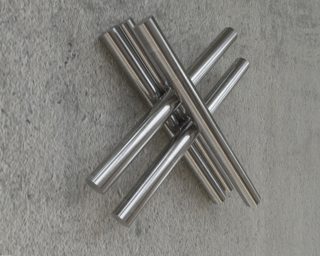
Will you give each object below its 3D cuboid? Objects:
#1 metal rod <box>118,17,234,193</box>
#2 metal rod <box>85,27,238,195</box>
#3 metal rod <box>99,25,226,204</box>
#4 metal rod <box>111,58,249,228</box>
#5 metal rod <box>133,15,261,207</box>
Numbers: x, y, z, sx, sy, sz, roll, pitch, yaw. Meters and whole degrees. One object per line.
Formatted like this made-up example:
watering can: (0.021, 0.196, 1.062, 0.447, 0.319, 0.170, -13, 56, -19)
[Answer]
metal rod: (0.032, -0.015, 0.435, 0.025, 0.025, 0.299, -50, 120, -29)
metal rod: (0.019, -0.040, 0.391, 0.301, 0.025, 0.025, -49, 120, -29)
metal rod: (0.016, -0.001, 0.422, 0.025, 0.025, 0.299, -50, 120, -29)
metal rod: (0.042, 0.001, 0.411, 0.301, 0.025, 0.025, -49, 120, -29)
metal rod: (0.060, -0.003, 0.393, 0.025, 0.025, 0.299, -51, 120, -28)
